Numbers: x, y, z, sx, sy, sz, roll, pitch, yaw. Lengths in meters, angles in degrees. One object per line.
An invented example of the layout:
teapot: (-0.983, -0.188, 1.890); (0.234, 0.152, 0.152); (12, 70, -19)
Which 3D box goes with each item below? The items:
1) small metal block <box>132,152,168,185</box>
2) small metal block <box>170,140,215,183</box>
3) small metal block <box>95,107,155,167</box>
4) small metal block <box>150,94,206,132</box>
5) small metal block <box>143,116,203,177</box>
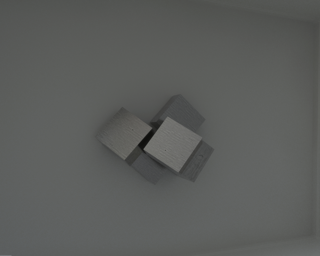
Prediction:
small metal block: (-0.012, 0.038, 0.405); (0.050, 0.025, 0.050); (44, 76, -15)
small metal block: (0.038, 0.040, 0.411); (0.025, 0.050, 0.050); (37, 78, -17)
small metal block: (-0.042, 0.010, 0.381); (0.050, 0.025, 0.050); (35, 76, 22)
small metal block: (0.024, -0.010, 0.419); (0.050, 0.025, 0.050); (44, 76, -15)
small metal block: (0.017, 0.022, 0.377); (0.050, 0.025, 0.050); (32, 77, 17)
